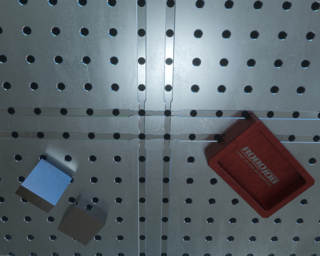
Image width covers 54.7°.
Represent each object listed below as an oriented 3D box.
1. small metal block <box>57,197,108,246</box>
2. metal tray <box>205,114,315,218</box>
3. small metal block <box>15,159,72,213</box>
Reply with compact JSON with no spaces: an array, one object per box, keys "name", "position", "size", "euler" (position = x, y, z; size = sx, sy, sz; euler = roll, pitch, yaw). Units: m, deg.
[{"name":"small metal block","position":[-0.115,0.140,0.464],"size":[0.050,0.025,0.050],"euler":[37,106,-13]},{"name":"metal tray","position":[0.138,0.056,0.433],"size":[0.090,0.030,0.130],"euler":[-42,105,13]},{"name":"small metal block","position":[-0.158,0.079,0.424],"size":[0.050,0.050,0.025],"euler":[37,128,-13]}]
